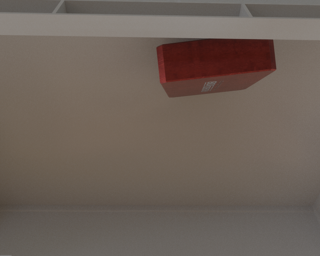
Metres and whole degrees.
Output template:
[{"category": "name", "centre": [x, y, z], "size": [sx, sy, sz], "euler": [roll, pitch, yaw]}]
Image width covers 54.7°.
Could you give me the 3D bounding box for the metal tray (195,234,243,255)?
[{"category": "metal tray", "centre": [0.107, 0.277, 0.603], "size": [0.030, 0.090, 0.129], "euler": [19, 129, -36]}]

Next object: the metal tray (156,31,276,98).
[{"category": "metal tray", "centre": [0.048, -0.055, 0.302], "size": [0.091, 0.130, 0.030], "euler": [-6, 90, 5]}]

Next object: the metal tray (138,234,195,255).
[{"category": "metal tray", "centre": [0.014, 0.279, 0.615], "size": [0.130, 0.030, 0.090], "euler": [-38, 85, 27]}]
